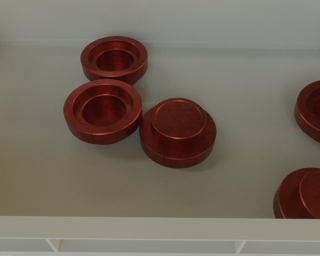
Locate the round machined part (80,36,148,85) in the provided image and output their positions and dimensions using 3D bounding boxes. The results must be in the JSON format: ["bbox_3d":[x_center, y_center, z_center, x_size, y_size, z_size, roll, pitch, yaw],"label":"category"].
[{"bbox_3d":[-0.068,-0.095,0.473,0.099,0.042,0.098,0,50,0],"label":"round machined part"}]

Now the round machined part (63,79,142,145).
[{"bbox_3d":[-0.072,-0.016,0.407,0.099,0.042,0.098,0,50,0],"label":"round machined part"}]

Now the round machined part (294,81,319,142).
[{"bbox_3d":[0.227,-0.015,0.403,0.099,0.042,0.098,-5,52,7],"label":"round machined part"}]

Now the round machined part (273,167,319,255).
[{"bbox_3d":[0.176,0.082,0.327,0.099,0.042,0.098,0,50,0],"label":"round machined part"}]

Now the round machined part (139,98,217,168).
[{"bbox_3d":[0.023,-0.001,0.395,0.099,0.042,0.098,0,50,0],"label":"round machined part"}]
